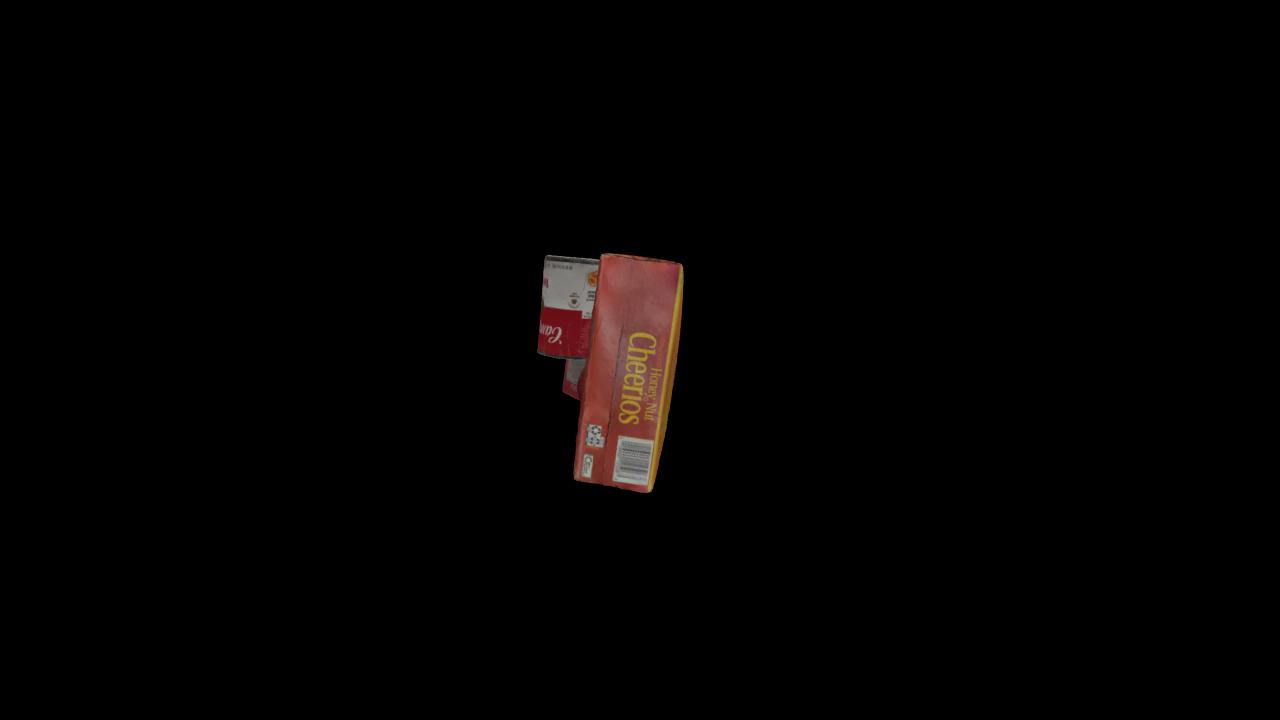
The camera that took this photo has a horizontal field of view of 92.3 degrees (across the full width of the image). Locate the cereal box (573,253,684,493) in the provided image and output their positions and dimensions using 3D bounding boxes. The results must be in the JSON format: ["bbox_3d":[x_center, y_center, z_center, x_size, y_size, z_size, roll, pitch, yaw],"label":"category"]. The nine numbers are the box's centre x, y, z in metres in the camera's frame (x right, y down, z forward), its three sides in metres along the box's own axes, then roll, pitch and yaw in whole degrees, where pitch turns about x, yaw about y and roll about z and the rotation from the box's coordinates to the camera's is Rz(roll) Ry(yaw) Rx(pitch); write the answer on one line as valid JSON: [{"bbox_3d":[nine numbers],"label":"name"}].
[{"bbox_3d":[0.001,-0.008,0.663,0.081,0.203,0.306,8,8,4],"label":"cereal box"}]

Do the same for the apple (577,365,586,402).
[{"bbox_3d":[-0.032,0.026,0.723,0.079,0.079,0.093,0,-41,-35],"label":"apple"}]

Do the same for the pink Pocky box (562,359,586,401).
[{"bbox_3d":[-0.043,-0.012,0.723,0.084,0.155,0.029,24,34,19],"label":"pink Pocky box"}]

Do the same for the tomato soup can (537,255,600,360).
[{"bbox_3d":[-0.069,-0.055,0.634,0.068,0.101,0.068,6,9,-1],"label":"tomato soup can"}]
